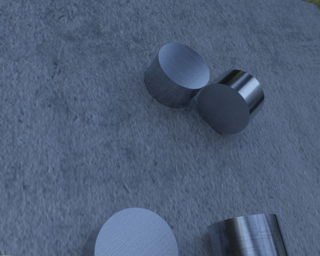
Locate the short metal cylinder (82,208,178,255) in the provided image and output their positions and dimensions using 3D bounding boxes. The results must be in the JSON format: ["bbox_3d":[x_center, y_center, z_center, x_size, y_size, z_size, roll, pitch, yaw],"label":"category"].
[{"bbox_3d":[-0.030,0.123,0.298,0.081,0.050,0.080,14,56,-21],"label":"short metal cylinder"}]

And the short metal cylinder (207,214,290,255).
[{"bbox_3d":[0.097,0.130,0.343,0.081,0.080,0.050,6,59,-25],"label":"short metal cylinder"}]

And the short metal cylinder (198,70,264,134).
[{"bbox_3d":[0.102,-0.038,0.449,0.080,0.080,0.050,47,51,4],"label":"short metal cylinder"}]

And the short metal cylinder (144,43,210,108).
[{"bbox_3d":[0.024,-0.076,0.449,0.081,0.050,0.080,14,56,-21],"label":"short metal cylinder"}]
